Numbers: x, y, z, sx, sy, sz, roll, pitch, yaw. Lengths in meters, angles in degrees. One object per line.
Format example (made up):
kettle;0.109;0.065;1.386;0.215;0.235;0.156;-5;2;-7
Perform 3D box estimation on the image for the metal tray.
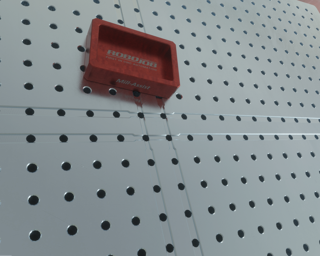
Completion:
metal tray;-0.038;-0.099;0.445;0.131;0.030;0.090;10;57;-23
